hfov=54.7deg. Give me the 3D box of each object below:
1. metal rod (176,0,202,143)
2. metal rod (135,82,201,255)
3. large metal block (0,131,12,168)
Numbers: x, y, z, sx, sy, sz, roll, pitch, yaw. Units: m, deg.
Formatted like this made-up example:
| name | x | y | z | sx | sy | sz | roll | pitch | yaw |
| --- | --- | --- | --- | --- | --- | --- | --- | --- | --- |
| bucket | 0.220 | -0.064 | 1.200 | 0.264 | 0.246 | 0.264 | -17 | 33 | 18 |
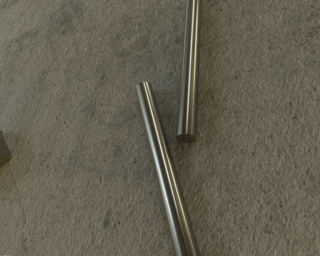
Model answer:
| name | x | y | z | sx | sy | sz | roll | pitch | yaw |
| --- | --- | --- | --- | --- | --- | --- | --- | --- | --- |
| metal rod | 0.046 | -0.117 | 0.450 | 0.025 | 0.025 | 0.299 | -8 | 58 | 24 |
| metal rod | 0.009 | 0.058 | 0.362 | 0.025 | 0.025 | 0.299 | -25 | 53 | 13 |
| large metal block | -0.308 | 0.043 | 0.520 | 0.080 | 0.050 | 0.080 | -44 | 51 | -2 |
